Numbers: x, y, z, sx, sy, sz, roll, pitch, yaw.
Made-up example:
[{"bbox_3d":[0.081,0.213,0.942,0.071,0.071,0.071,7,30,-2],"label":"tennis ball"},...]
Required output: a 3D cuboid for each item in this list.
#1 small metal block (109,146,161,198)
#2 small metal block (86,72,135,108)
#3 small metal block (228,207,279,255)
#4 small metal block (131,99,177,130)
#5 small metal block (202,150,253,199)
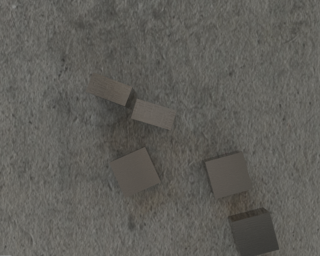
[{"bbox_3d":[-0.032,0.057,0.410,0.050,0.025,0.050,-24,90,-1],"label":"small metal block"},{"bbox_3d":[-0.061,-0.047,0.397,0.050,0.050,0.025,21,90,-1],"label":"small metal block"},{"bbox_3d":[0.124,0.139,0.412,0.050,0.025,0.050,-15,90,-1],"label":"small metal block"},{"bbox_3d":[-0.007,-0.016,0.397,0.050,0.050,0.025,17,90,-1],"label":"small metal block"},{"bbox_3d":[0.089,0.061,0.411,0.050,0.025,0.050,-15,90,-1],"label":"small metal block"}]
